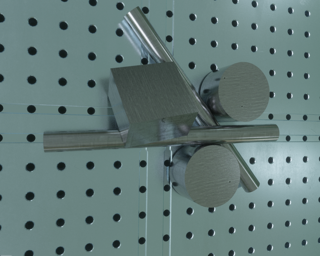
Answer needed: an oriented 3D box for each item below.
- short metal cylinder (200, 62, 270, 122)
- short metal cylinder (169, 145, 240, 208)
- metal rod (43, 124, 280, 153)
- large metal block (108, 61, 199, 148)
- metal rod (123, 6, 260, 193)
[{"bbox_3d":[0.104,-0.048,0.434,0.081,0.050,0.079,0,90,-20],"label":"short metal cylinder"},{"bbox_3d":[0.059,0.061,0.418,0.081,0.050,0.079,0,90,-20],"label":"short metal cylinder"},{"bbox_3d":[0.013,0.011,0.396,0.302,0.025,0.025,-2,91,-14],"label":"metal rod"},{"bbox_3d":[-0.012,-0.030,0.372,0.081,0.050,0.080,-11,59,-19],"label":"large metal block"},{"bbox_3d":[0.050,-0.030,0.428,0.025,0.025,0.299,-40,103,-16],"label":"metal rod"}]
